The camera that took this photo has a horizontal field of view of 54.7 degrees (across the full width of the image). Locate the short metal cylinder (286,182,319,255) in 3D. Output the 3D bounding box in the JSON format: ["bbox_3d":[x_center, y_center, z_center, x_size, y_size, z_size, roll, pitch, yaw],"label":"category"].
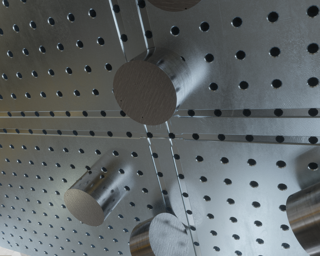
[{"bbox_3d":[0.187,0.100,0.339,0.080,0.080,0.050,45,129,-3],"label":"short metal cylinder"}]

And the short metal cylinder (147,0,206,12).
[{"bbox_3d":[0.021,-0.155,0.288,0.080,0.050,0.079,13,124,21],"label":"short metal cylinder"}]

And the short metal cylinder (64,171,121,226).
[{"bbox_3d":[-0.116,0.120,0.530,0.080,0.050,0.079,13,124,21],"label":"short metal cylinder"}]

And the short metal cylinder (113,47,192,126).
[{"bbox_3d":[-0.008,-0.050,0.368,0.080,0.050,0.079,13,124,21],"label":"short metal cylinder"}]

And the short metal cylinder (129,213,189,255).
[{"bbox_3d":[-0.001,0.181,0.488,0.080,0.080,0.050,48,129,-6],"label":"short metal cylinder"}]
